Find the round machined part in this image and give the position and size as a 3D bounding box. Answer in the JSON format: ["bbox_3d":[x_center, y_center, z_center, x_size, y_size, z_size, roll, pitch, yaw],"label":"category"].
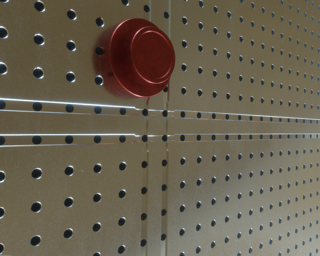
[{"bbox_3d":[-0.019,-0.087,0.383,0.099,0.042,0.097,0,91,-40],"label":"round machined part"}]
